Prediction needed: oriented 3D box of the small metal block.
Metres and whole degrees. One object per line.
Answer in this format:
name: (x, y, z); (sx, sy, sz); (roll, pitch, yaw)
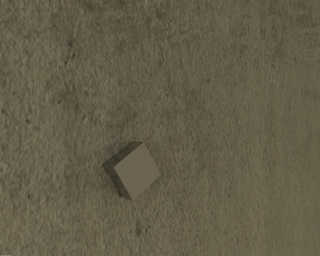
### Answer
small metal block: (-0.034, 0.051, 0.378); (0.050, 0.025, 0.050); (-40, 115, -33)
